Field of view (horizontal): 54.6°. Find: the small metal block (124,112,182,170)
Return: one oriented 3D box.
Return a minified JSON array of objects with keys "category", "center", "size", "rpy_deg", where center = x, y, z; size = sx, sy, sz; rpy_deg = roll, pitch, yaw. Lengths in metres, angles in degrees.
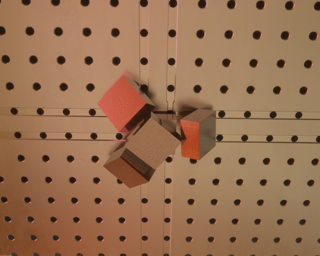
[{"category":"small metal block","center":[-0.009,0.016,0.392],"size":[0.050,0.025,0.050],"rpy_deg":[39,105,-14]}]

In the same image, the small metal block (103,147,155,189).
[{"category":"small metal block","center":[-0.041,0.052,0.419],"size":[0.050,0.025,0.050],"rpy_deg":[43,142,-14]}]

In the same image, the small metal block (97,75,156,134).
[{"category":"small metal block","center":[-0.042,-0.029,0.389],"size":[0.050,0.025,0.050],"rpy_deg":[-45,69,14]}]

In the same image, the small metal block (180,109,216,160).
[{"category":"small metal block","center":[0.050,0.007,0.400],"size":[0.025,0.050,0.050],"rpy_deg":[10,114,31]}]

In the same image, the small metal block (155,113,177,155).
[{"category":"small metal block","center":[-0.004,0.007,0.416],"size":[0.050,0.025,0.050],"rpy_deg":[1,113,-1]}]
